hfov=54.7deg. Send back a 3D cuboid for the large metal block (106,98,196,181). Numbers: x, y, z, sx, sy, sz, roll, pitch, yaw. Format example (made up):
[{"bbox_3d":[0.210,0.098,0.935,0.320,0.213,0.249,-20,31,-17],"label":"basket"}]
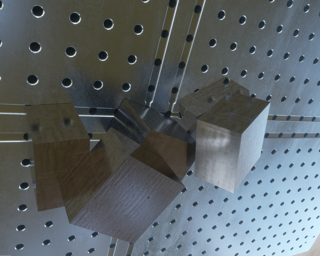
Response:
[{"bbox_3d":[-0.009,0.014,0.380,0.080,0.080,0.050,20,108,-36],"label":"large metal block"}]

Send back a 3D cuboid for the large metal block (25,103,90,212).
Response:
[{"bbox_3d":[-0.111,0.028,0.332,0.050,0.080,0.079,-6,121,-26],"label":"large metal block"}]

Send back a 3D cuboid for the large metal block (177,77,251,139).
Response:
[{"bbox_3d":[0.079,-0.013,0.432,0.080,0.050,0.080,-27,128,-12],"label":"large metal block"}]

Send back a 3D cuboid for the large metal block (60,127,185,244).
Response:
[{"bbox_3d":[-0.037,0.059,0.307,0.080,0.050,0.080,-49,129,6],"label":"large metal block"}]

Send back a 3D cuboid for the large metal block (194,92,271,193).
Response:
[{"bbox_3d":[0.084,0.014,0.363,0.080,0.050,0.079,-37,137,-42],"label":"large metal block"}]
